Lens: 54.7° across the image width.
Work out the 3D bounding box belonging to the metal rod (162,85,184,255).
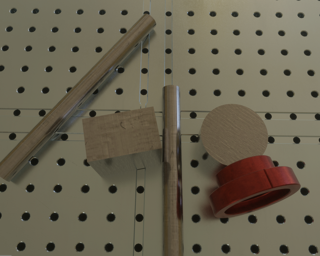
[{"bbox_3d":[0.015,0.086,0.380,0.025,0.025,0.299,0,70,0],"label":"metal rod"}]

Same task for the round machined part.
[{"bbox_3d":[0.102,0.065,0.352,0.099,0.098,0.042,-14,62,-6],"label":"round machined part"}]

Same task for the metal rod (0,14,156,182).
[{"bbox_3d":[-0.107,-0.052,0.429,0.025,0.025,0.300,36,73,12],"label":"metal rod"}]

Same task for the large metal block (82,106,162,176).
[{"bbox_3d":[-0.042,0.019,0.375,0.081,0.080,0.050,-10,71,-4],"label":"large metal block"}]

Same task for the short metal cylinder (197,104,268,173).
[{"bbox_3d":[0.089,0.016,0.394,0.081,0.050,0.080,0,70,0],"label":"short metal cylinder"}]
